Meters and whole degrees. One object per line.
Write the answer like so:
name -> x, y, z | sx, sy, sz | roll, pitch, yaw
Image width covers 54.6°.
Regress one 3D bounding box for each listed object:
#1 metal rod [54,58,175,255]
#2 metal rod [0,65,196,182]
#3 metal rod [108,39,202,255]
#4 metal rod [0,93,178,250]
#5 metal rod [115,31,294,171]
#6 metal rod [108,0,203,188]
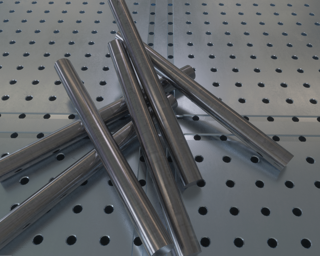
metal rod -> -0.069, 0.011, 0.364 | 0.025, 0.025, 0.300 | -23, 54, -18
metal rod -> -0.074, -0.016, 0.421 | 0.302, 0.025, 0.025 | -30, 56, -23
metal rod -> -0.017, 0.003, 0.376 | 0.025, 0.025, 0.299 | -14, 60, -12
metal rod -> -0.086, 0.045, 0.369 | 0.025, 0.025, 0.301 | 35, 58, 26
metal rod -> 0.047, -0.050, 0.424 | 0.300, 0.025, 0.025 | 41, 61, 20
metal rod -> -0.014, -0.065, 0.412 | 0.025, 0.025, 0.299 | -17, 67, -14
